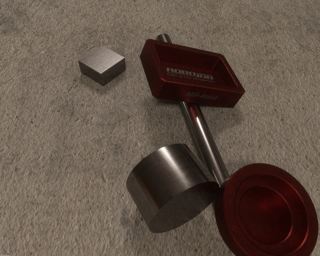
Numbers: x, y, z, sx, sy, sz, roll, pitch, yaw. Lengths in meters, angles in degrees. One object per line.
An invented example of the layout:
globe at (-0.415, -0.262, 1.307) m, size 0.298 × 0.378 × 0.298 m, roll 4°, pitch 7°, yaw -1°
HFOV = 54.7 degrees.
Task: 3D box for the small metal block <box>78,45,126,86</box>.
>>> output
small metal block at (-0.090, -0.098, 0.485) m, size 0.050 × 0.025 × 0.050 m, roll 32°, pitch 57°, yaw 24°

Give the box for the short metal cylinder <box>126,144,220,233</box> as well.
short metal cylinder at (0.013, 0.062, 0.316) m, size 0.081 × 0.080 × 0.050 m, roll -23°, pitch 54°, yaw -19°

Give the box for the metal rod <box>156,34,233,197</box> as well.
metal rod at (0.038, -0.039, 0.436) m, size 0.025 × 0.025 × 0.300 m, roll -10°, pitch 51°, yaw -9°

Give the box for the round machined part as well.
round machined part at (0.100, 0.088, 0.308) m, size 0.099 × 0.042 × 0.098 m, roll 7°, pitch 61°, yaw -12°

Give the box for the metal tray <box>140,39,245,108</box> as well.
metal tray at (0.045, -0.076, 0.433) m, size 0.131 × 0.030 × 0.090 m, roll 4°, pitch 47°, yaw -26°
